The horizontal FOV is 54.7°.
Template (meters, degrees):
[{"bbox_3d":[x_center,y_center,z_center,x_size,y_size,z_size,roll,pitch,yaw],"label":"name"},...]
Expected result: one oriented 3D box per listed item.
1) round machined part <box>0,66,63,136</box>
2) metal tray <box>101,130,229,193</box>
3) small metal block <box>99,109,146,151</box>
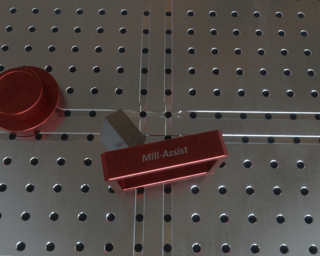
[{"bbox_3d":[-0.185,-0.042,0.416,0.099,0.042,0.098,0,70,-1],"label":"round machined part"},{"bbox_3d":[0.005,0.042,0.362,0.131,0.090,0.030,-11,71,-5],"label":"metal tray"},{"bbox_3d":[-0.048,0.013,0.390,0.025,0.050,0.050,-31,72,-33],"label":"small metal block"}]
